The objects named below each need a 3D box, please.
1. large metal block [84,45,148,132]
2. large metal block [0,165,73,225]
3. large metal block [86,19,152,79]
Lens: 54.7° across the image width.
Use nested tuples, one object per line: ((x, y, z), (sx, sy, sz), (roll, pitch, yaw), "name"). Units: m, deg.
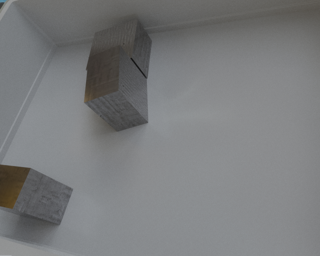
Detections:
((-0.058, -0.053, 0.434), (0.050, 0.080, 0.080), (-16, 55, 19), "large metal block")
((-0.179, 0.088, 0.411), (0.080, 0.080, 0.050), (1, 62, 29), "large metal block")
((-0.063, -0.117, 0.495), (0.080, 0.050, 0.080), (-9, 58, 23), "large metal block")
